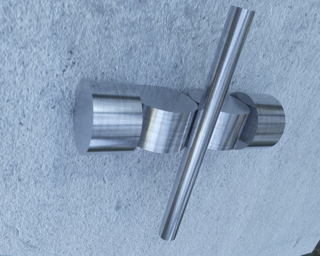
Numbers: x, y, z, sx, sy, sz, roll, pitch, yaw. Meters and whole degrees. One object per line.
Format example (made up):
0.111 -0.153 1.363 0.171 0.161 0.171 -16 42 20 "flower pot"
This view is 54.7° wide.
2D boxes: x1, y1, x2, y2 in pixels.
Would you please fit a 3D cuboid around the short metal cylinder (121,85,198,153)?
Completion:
-0.001 -0.013 0.364 0.081 0.080 0.050 1 118 -29 "short metal cylinder"

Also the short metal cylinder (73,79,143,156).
-0.059 -0.011 0.334 0.050 0.080 0.079 1 118 -29 "short metal cylinder"

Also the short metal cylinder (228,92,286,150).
0.126 -0.010 0.436 0.050 0.080 0.079 1 118 -29 "short metal cylinder"

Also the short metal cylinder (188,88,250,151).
0.069 -0.013 0.402 0.081 0.080 0.050 1 118 -29 "short metal cylinder"

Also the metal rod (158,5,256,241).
0.045 0.014 0.362 0.025 0.025 0.298 1 118 -29 "metal rod"
